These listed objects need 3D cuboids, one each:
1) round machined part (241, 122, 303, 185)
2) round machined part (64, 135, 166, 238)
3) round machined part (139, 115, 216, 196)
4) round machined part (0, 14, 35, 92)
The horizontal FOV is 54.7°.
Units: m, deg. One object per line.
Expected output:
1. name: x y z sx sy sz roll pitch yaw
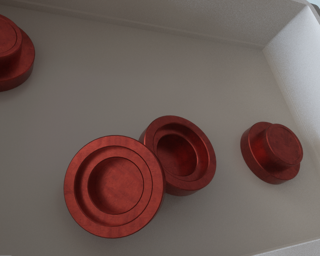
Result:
1. round machined part: 0.175 0.032 0.469 0.099 0.042 0.098 14 56 -21
2. round machined part: -0.042 0.058 0.316 0.099 0.042 0.098 -1 79 6
3. round machined part: 0.017 0.037 0.379 0.099 0.042 0.098 16 53 -23
4. round machined part: -0.193 -0.092 0.347 0.099 0.042 0.098 14 56 -21
